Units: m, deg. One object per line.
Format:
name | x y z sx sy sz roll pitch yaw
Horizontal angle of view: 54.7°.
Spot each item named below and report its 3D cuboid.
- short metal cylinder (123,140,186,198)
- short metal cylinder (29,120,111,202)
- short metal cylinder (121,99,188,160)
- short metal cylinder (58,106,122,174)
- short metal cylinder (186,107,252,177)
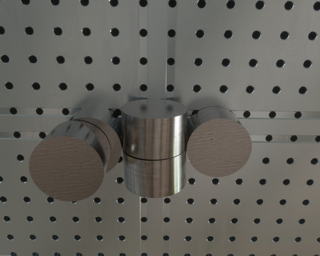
short metal cylinder | -0.006 0.047 0.401 0.081 0.080 0.050 -1 110 0
short metal cylinder | -0.101 0.037 0.358 0.081 0.050 0.079 0 110 0
short metal cylinder | -0.007 -0.001 0.384 0.081 0.080 0.050 1 111 -1
short metal cylinder | -0.088 0.016 0.405 0.081 0.050 0.079 0 110 0
short metal cylinder | 0.073 0.017 0.406 0.081 0.050 0.079 0 110 0
